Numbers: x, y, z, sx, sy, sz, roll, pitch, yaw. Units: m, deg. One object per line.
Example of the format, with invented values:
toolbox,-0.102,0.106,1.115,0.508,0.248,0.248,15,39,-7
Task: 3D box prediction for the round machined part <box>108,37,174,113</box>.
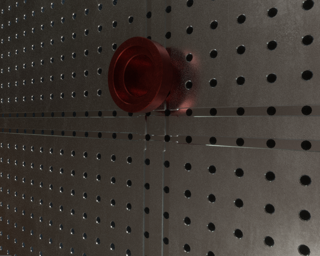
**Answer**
round machined part,-0.021,-0.068,0.414,0.098,0.042,0.097,0,90,39
